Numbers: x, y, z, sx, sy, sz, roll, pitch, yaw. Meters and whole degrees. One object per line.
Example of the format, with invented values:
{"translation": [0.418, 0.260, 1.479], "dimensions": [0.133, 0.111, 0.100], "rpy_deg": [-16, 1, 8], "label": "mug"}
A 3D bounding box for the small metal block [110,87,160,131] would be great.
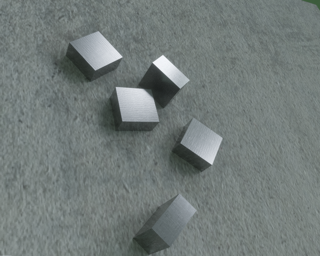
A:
{"translation": [-0.034, -0.024, 0.402], "dimensions": [0.050, 0.025, 0.050], "rpy_deg": [0, 62, -28], "label": "small metal block"}

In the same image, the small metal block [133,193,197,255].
{"translation": [0.005, 0.103, 0.329], "dimensions": [0.025, 0.050, 0.050], "rpy_deg": [45, 51, 3], "label": "small metal block"}

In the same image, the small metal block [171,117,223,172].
{"translation": [0.051, 0.022, 0.420], "dimensions": [0.050, 0.025, 0.050], "rpy_deg": [35, 51, -6], "label": "small metal block"}

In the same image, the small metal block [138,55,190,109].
{"translation": [0.005, -0.063, 0.431], "dimensions": [0.050, 0.050, 0.025], "rpy_deg": [44, 51, 1], "label": "small metal block"}

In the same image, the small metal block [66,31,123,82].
{"translation": [-0.088, -0.097, 0.416], "dimensions": [0.050, 0.025, 0.050], "rpy_deg": [48, 51, 5], "label": "small metal block"}
